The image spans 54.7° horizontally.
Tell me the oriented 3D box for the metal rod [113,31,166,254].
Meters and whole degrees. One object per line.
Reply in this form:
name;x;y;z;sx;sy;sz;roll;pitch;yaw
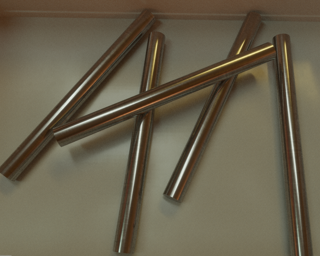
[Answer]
metal rod;-0.023;0.004;0.407;0.025;0.025;0.299;7;70;2

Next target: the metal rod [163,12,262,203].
metal rod;0.079;-0.041;0.425;0.025;0.025;0.300;24;71;8

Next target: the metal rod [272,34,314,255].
metal rod;0.172;0.008;0.408;0.025;0.025;0.299;3;70;1

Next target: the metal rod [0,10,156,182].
metal rod;-0.104;-0.055;0.428;0.025;0.025;0.300;34;73;11

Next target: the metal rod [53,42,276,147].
metal rod;0.013;-0.046;0.399;0.302;0.025;0.025;-23;72;-9
